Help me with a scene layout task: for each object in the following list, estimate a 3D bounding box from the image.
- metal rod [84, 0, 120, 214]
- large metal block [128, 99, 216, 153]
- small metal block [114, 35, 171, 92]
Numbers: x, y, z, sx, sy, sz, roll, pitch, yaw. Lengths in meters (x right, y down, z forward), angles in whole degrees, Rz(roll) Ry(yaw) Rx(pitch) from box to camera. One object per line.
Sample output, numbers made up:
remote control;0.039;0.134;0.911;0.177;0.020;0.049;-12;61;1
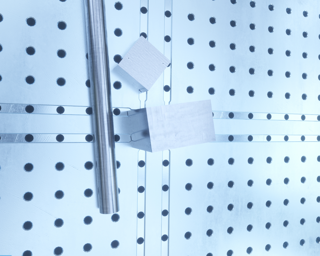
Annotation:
metal rod;-0.073;-0.044;0.386;0.025;0.025;0.298;-4;92;-20
large metal block;0.012;-0.004;0.389;0.081;0.080;0.050;-9;93;-20
small metal block;-0.023;-0.083;0.405;0.050;0.025;0.050;39;77;-16
